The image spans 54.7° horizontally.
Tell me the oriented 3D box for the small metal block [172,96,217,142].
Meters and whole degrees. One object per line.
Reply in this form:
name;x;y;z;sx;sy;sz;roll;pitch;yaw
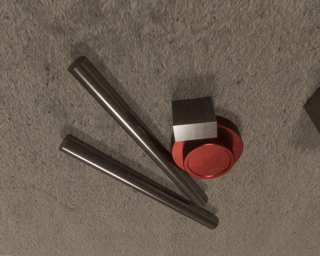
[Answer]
small metal block;0.042;-0.012;0.382;0.050;0.050;0.025;-6;130;4

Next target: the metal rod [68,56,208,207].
metal rod;-0.012;0.024;0.427;0.025;0.025;0.300;-26;126;20

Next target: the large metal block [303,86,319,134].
large metal block;0.224;-0.024;0.354;0.050;0.080;0.079;16;128;-14

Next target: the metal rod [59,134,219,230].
metal rod;-0.018;0.094;0.487;0.301;0.025;0.025;34;122;-26

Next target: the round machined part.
round machined part;0.065;0.033;0.425;0.099;0.042;0.097;-1;130;0
